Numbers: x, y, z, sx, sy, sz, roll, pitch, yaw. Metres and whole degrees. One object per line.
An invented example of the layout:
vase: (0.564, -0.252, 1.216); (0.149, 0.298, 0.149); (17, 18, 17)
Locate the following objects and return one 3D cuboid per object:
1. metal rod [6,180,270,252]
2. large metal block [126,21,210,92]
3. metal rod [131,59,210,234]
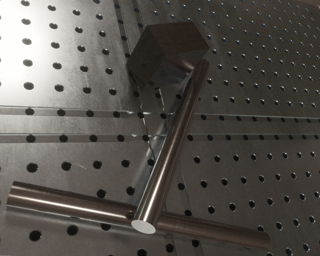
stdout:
metal rod: (-0.005, 0.103, 0.343); (0.302, 0.025, 0.025); (17, 55, -19)
large metal block: (0.010, -0.102, 0.442); (0.081, 0.080, 0.050); (-19, 72, -36)
metal rod: (0.027, -0.003, 0.408); (0.025, 0.025, 0.301); (31, 46, -9)
